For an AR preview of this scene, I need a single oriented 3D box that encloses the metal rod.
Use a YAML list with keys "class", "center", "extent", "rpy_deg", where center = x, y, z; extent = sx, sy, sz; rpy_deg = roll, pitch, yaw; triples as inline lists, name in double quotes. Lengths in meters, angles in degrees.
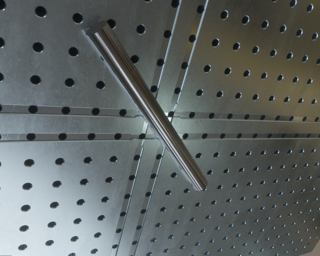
- class: "metal rod"
  center: [0.001, -0.005, 0.408]
  extent: [0.025, 0.025, 0.300]
  rpy_deg: [-37, 129, -4]
